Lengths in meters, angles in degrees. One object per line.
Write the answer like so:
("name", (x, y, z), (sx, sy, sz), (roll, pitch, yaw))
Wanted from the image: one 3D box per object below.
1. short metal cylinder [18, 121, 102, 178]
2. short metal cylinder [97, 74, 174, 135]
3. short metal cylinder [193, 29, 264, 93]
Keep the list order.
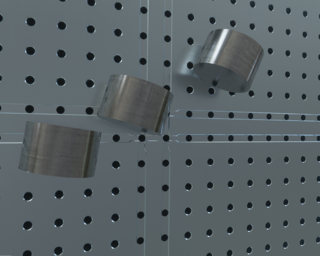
("short metal cylinder", (-0.109, 0.023, 0.344), (0.081, 0.080, 0.050), (10, 87, -20))
("short metal cylinder", (-0.029, -0.026, 0.373), (0.081, 0.080, 0.050), (19, 84, -20))
("short metal cylinder", (0.092, -0.089, 0.419), (0.080, 0.080, 0.050), (27, 81, -18))
